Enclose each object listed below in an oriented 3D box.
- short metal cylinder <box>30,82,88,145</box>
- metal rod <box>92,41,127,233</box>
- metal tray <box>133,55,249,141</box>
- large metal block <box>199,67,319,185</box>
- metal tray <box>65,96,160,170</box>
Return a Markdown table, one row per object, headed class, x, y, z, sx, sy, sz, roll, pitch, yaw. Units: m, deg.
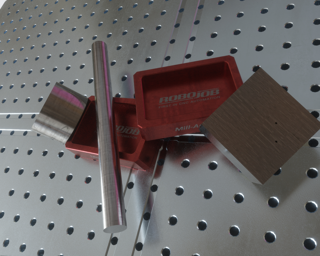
| class | x | y | z | sx | sy | sz | roll | pitch | yaw |
| --- | --- | --- | --- | --- | --- | --- | --- | --- | --- |
| short metal cylinder | -0.149 | -0.022 | 0.461 | 0.080 | 0.050 | 0.080 | -49 | 23 | 31 |
| metal rod | -0.073 | -0.012 | 0.415 | 0.025 | 0.025 | 0.299 | -23 | 53 | 15 |
| metal tray | 0.036 | -0.039 | 0.386 | 0.131 | 0.030 | 0.090 | -10 | 56 | 3 |
| large metal block | 0.098 | 0.000 | 0.318 | 0.080 | 0.050 | 0.080 | -44 | 82 | -2 |
| metal tray | -0.062 | 0.003 | 0.435 | 0.130 | 0.030 | 0.090 | 7 | 65 | 31 |
